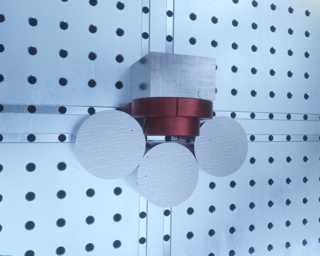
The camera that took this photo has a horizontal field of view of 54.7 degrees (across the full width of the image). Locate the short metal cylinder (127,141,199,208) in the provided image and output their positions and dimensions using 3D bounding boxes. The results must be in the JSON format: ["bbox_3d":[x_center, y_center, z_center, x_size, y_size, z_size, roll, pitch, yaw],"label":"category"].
[{"bbox_3d":[0.003,0.057,0.401,0.081,0.050,0.079,0,90,-20],"label":"short metal cylinder"}]

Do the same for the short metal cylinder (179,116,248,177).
[{"bbox_3d":[0.072,0.024,0.426,0.081,0.050,0.079,0,90,-20],"label":"short metal cylinder"}]

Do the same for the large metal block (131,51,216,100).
[{"bbox_3d":[0.014,-0.058,0.388,0.081,0.080,0.050,1,90,-20],"label":"large metal block"}]

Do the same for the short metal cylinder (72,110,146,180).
[{"bbox_3d":[-0.063,0.019,0.376,0.081,0.050,0.079,0,90,-20],"label":"short metal cylinder"}]

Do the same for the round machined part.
[{"bbox_3d":[0.014,-0.011,0.377,0.099,0.098,0.042,2,89,-20],"label":"round machined part"}]
